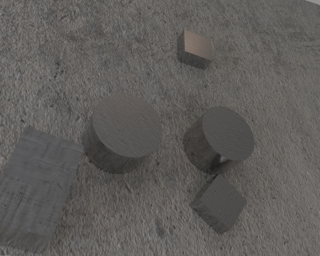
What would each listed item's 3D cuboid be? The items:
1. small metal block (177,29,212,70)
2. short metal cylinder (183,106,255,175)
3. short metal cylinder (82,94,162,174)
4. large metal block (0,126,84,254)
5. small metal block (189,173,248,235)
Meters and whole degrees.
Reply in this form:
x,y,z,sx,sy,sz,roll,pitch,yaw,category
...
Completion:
x,y,z,sx,sy,sz,roll,pitch,yaw,category
0.057,-0.129,0.513,0.050,0.025,0.050,14,56,-20,small metal block
0.079,0.017,0.420,0.081,0.050,0.080,14,56,-21,short metal cylinder
-0.044,0.007,0.359,0.081,0.050,0.080,14,56,-21,short metal cylinder
-0.112,0.058,0.273,0.050,0.080,0.080,22,54,-16,large metal block
0.073,0.094,0.386,0.050,0.025,0.050,45,51,3,small metal block
